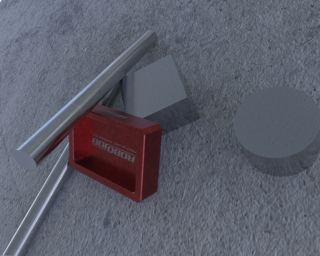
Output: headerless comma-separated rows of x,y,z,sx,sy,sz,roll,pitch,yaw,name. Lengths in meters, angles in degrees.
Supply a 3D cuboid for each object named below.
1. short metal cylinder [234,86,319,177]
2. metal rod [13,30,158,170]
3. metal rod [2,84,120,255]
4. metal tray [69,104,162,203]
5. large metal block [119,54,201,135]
0.122,0.004,0.321,0.080,0.050,0.080,-13,56,20,short metal cylinder
-0.070,-0.059,0.395,0.025,0.025,0.301,-1,36,27,metal rod
-0.128,0.040,0.444,0.025,0.025,0.300,14,69,33,metal rod
-0.060,0.025,0.381,0.130,0.030,0.089,18,114,34,metal tray
-0.002,-0.039,0.412,0.080,0.050,0.080,-25,53,12,large metal block
